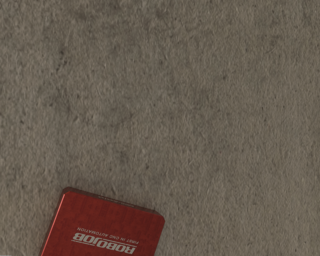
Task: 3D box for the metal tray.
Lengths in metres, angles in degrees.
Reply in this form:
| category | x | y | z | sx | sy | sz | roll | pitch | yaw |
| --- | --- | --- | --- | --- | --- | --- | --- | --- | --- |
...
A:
| category | x | y | z | sx | sy | sz | roll | pitch | yaw |
| --- | --- | --- | --- | --- | --- | --- | --- | --- | --- |
| metal tray | -0.069 | 0.134 | 0.381 | 0.131 | 0.030 | 0.090 | 21 | 83 | -19 |
